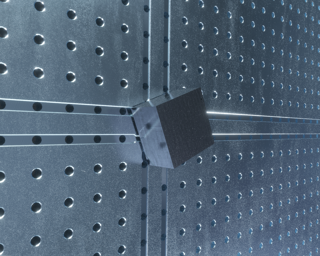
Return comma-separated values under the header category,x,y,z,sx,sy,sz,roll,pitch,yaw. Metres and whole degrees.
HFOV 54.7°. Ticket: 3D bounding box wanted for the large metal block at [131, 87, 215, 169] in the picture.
category,x,y,z,sx,sy,sz,roll,pitch,yaw
large metal block,0.019,-0.002,0.407,0.081,0.050,0.080,-27,107,-37
